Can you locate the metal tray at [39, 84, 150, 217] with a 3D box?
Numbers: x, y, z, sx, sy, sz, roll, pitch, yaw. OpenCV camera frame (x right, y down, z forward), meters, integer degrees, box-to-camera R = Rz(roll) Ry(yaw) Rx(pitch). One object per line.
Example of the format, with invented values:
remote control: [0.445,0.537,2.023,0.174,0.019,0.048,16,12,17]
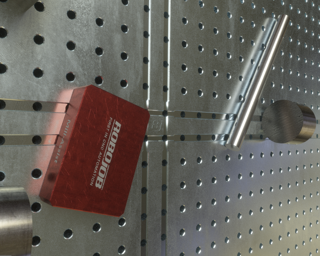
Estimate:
metal tray: [-0.069,0.027,0.350,0.090,0.030,0.130,24,75,-38]

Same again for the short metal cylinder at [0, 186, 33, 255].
short metal cylinder: [-0.144,0.088,0.254,0.050,0.080,0.080,7,86,-40]

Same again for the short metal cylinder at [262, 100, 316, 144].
short metal cylinder: [0.240,-0.010,0.578,0.050,0.080,0.080,6,86,-40]

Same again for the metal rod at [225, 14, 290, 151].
metal rod: [0.183,-0.093,0.565,0.025,0.025,0.300,41,65,-33]

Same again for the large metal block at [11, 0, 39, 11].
large metal block: [-0.113,-0.165,0.279,0.050,0.080,0.080,33,70,-36]
